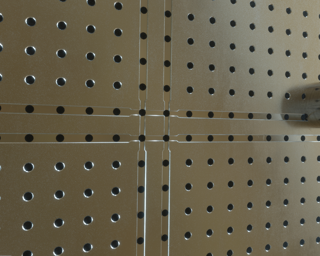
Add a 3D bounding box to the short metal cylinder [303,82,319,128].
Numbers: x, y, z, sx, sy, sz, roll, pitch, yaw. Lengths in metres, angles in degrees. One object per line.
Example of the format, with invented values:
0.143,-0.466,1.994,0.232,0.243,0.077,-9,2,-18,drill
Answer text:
0.285,-0.039,0.507,0.081,0.050,0.079,0,90,-21,short metal cylinder
